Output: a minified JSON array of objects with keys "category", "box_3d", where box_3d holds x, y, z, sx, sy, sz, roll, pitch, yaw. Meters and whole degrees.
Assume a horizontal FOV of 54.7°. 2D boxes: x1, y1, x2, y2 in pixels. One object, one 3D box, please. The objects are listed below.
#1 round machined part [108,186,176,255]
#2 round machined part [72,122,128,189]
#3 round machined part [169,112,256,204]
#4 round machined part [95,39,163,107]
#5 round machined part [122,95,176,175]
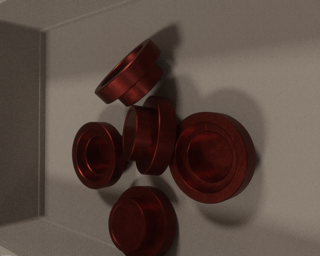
[{"category":"round machined part","box_3d":[-0.031,0.127,0.411,0.098,0.042,0.097,-8,77,39]},{"category":"round machined part","box_3d":[-0.085,0.040,0.463,0.098,0.042,0.097,0,90,39]},{"category":"round machined part","box_3d":[0.060,0.031,0.345,0.098,0.042,0.097,0,90,39]},{"category":"round machined part","box_3d":[-0.034,-0.065,0.399,0.098,0.098,0.042,-31,113,35]},{"category":"round machined part","box_3d":[-0.018,0.008,0.380,0.098,0.042,0.097,-172,89,-71]}]
